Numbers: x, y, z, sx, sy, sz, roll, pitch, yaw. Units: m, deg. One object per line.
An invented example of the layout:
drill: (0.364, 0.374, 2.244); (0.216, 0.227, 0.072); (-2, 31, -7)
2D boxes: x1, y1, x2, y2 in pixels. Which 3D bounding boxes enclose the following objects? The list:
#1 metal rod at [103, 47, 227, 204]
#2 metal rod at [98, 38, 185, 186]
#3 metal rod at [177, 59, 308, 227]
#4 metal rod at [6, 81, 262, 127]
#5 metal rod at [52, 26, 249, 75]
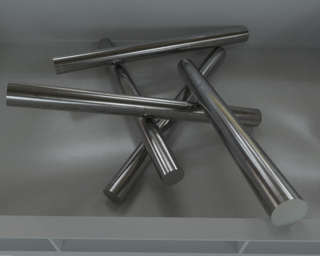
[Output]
metal rod: (0.023, -0.024, 0.424); (0.025, 0.025, 0.301); (24, 54, 19)
metal rod: (-0.039, -0.044, 0.419); (0.025, 0.025, 0.300); (-16, 45, -13)
metal rod: (0.061, -0.018, 0.331); (0.025, 0.025, 0.300); (-7, 30, -6)
metal rod: (-0.010, -0.024, 0.361); (0.302, 0.025, 0.025); (4, 47, -23)
metal rod: (-0.002, -0.119, 0.464); (0.302, 0.025, 0.025); (-14, 51, -17)
